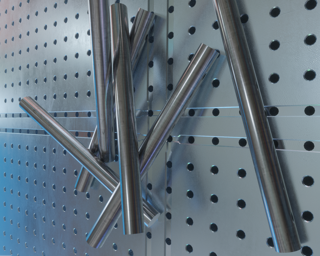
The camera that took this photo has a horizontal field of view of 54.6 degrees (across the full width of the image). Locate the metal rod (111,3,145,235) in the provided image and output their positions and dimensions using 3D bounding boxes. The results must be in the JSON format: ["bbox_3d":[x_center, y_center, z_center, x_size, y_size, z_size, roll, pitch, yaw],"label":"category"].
[{"bbox_3d":[-0.044,-0.023,0.394,0.025,0.025,0.299,-18,71,39],"label":"metal rod"}]

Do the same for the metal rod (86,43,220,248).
[{"bbox_3d":[-0.016,0.032,0.395,0.025,0.025,0.299,39,105,33],"label":"metal rod"}]

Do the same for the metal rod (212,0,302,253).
[{"bbox_3d":[0.097,-0.025,0.330,0.025,0.025,0.299,-19,78,38],"label":"metal rod"}]

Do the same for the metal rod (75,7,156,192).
[{"bbox_3d":[-0.074,-0.030,0.471,0.025,0.025,0.298,36,112,34],"label":"metal rod"}]

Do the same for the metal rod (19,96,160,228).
[{"bbox_3d":[-0.119,0.040,0.474,0.300,0.025,0.025,37,113,22],"label":"metal rod"}]

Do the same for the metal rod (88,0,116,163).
[{"bbox_3d":[-0.075,-0.082,0.404,0.025,0.025,0.298,28,129,36],"label":"metal rod"}]
